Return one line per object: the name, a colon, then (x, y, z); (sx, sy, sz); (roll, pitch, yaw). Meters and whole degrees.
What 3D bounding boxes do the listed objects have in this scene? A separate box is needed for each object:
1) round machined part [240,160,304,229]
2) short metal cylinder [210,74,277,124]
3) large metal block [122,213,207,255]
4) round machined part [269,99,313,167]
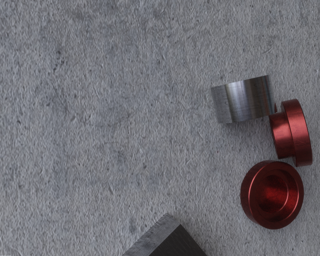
round machined part: (0.161, 0.096, 0.461); (0.099, 0.042, 0.097); (0, 90, -20)
short metal cylinder: (0.114, -0.039, 0.423); (0.081, 0.080, 0.050); (-14, 95, -20)
large metal block: (0.011, 0.173, 0.401); (0.080, 0.050, 0.080); (-41, 103, -16)
round machined part: (0.187, 0.009, 0.452); (0.042, 0.098, 0.097); (-12, 96, 18)
